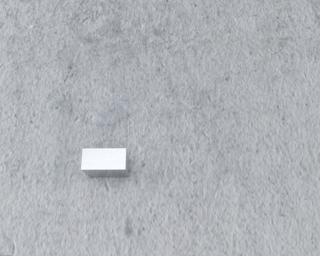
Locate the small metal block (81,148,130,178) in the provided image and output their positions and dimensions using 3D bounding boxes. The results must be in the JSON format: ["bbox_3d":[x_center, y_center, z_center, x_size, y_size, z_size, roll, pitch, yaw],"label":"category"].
[{"bbox_3d":[-0.064,0.044,0.378,0.050,0.050,0.025,0,70,-1],"label":"small metal block"}]
